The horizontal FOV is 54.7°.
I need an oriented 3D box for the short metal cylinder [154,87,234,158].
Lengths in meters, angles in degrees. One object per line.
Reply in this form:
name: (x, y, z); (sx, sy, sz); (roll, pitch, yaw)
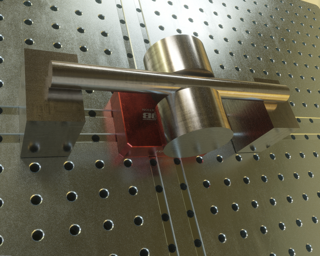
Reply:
short metal cylinder: (0.038, -0.004, 0.357); (0.081, 0.080, 0.050); (1, 62, -28)

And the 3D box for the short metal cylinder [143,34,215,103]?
short metal cylinder: (0.023, -0.071, 0.390); (0.081, 0.080, 0.050); (1, 62, -28)

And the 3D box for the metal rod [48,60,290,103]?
metal rod: (0.034, -0.048, 0.352); (0.303, 0.025, 0.025); (0, 62, -28)

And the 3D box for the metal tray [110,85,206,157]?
metal tray: (0.006, -0.010, 0.414); (0.131, 0.030, 0.090); (1, 61, -28)

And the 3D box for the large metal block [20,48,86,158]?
large metal block: (-0.116, -0.023, 0.322); (0.050, 0.080, 0.080); (1, 62, -28)

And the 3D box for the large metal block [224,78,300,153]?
large metal block: (0.144, -0.017, 0.459); (0.050, 0.080, 0.080); (1, 62, -28)
